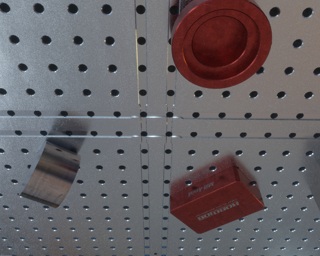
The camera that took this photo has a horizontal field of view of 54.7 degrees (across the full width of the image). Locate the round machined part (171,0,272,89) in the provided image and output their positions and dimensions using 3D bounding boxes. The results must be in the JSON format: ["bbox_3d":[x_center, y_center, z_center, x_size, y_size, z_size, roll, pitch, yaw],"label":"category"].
[{"bbox_3d":[0.061,-0.093,0.322,0.099,0.042,0.097,0,130,0],"label":"round machined part"}]

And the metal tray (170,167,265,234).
[{"bbox_3d":[0.093,0.124,0.515,0.130,0.030,0.090,-31,124,23],"label":"metal tray"}]

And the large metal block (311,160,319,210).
[{"bbox_3d":[0.285,0.088,0.473,0.080,0.050,0.080,-9,130,8],"label":"large metal block"}]

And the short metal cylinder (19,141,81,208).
[{"bbox_3d":[-0.152,0.064,0.428,0.050,0.080,0.080,28,125,-22],"label":"short metal cylinder"}]
